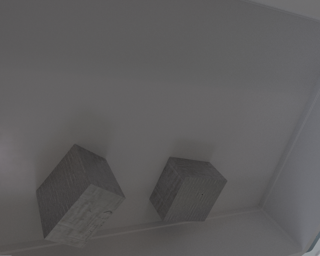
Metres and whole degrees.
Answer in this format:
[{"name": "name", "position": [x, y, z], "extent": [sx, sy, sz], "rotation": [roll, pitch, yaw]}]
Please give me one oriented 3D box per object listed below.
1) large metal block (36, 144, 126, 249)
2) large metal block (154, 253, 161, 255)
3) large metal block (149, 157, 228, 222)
[{"name": "large metal block", "position": [-0.097, 0.079, 0.369], "extent": [0.050, 0.080, 0.080], "rotation": [35, 99, -39]}, {"name": "large metal block", "position": [0.013, 0.287, 0.560], "extent": [0.050, 0.080, 0.080], "rotation": [-40, 129, -1]}, {"name": "large metal block", "position": [0.042, 0.095, 0.474], "extent": [0.081, 0.050, 0.079], "rotation": [11, 113, -33]}]
